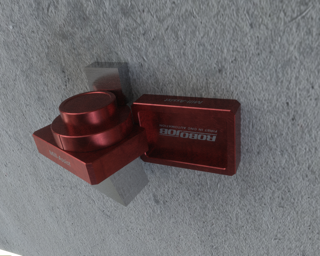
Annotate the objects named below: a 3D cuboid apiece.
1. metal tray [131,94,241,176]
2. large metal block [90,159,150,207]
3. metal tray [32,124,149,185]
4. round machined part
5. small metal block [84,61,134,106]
[{"bbox_3d":[0.033,0.007,0.391,0.130,0.030,0.089,6,121,24],"label":"metal tray"},{"bbox_3d":[-0.071,0.054,0.437,0.080,0.050,0.080,18,141,39],"label":"large metal block"},{"bbox_3d":[-0.091,0.017,0.400,0.130,0.091,0.030,19,128,39],"label":"metal tray"},{"bbox_3d":[-0.085,-0.014,0.381,0.098,0.098,0.042,6,121,25],"label":"round machined part"},{"bbox_3d":[-0.066,-0.059,0.405,0.050,0.025,0.050,6,121,24],"label":"small metal block"}]
